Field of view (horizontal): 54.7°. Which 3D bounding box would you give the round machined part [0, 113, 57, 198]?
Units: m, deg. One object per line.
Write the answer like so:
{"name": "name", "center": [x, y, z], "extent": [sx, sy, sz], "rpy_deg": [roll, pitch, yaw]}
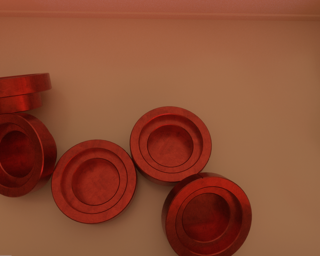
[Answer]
{"name": "round machined part", "center": [-0.165, 0.030, 0.374], "extent": [0.098, 0.042, 0.097], "rpy_deg": [1, 93, 20]}

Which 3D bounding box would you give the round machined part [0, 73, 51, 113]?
{"name": "round machined part", "center": [-0.189, -0.043, 0.395], "extent": [0.099, 0.098, 0.042], "rpy_deg": [-6, 103, -3]}

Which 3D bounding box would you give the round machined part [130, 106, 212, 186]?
{"name": "round machined part", "center": [0.012, 0.025, 0.388], "extent": [0.099, 0.042, 0.098], "rpy_deg": [1, 66, -3]}

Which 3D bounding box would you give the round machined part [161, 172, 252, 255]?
{"name": "round machined part", "center": [0.049, 0.098, 0.351], "extent": [0.099, 0.042, 0.097], "rpy_deg": [-1, 95, -12]}

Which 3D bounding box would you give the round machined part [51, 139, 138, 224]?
{"name": "round machined part", "center": [-0.076, 0.066, 0.376], "extent": [0.099, 0.042, 0.098], "rpy_deg": [0, 70, 0]}
